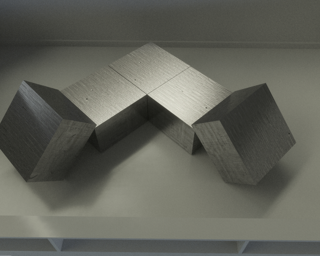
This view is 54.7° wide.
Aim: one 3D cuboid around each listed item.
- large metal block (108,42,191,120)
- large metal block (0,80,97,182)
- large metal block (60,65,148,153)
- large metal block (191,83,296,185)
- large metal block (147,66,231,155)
[{"bbox_3d":[-0.015,-0.070,0.445,0.080,0.050,0.080,-36,59,-27],"label":"large metal block"},{"bbox_3d":[-0.133,0.004,0.354,0.080,0.050,0.080,39,102,27],"label":"large metal block"},{"bbox_3d":[-0.073,-0.027,0.409,0.080,0.050,0.080,-36,59,-27],"label":"large metal block"},{"bbox_3d":[0.096,0.007,0.354,0.080,0.050,0.080,-36,102,-26],"label":"large metal block"},{"bbox_3d":[0.041,-0.025,0.408,0.080,0.050,0.080,-36,59,-27],"label":"large metal block"}]
